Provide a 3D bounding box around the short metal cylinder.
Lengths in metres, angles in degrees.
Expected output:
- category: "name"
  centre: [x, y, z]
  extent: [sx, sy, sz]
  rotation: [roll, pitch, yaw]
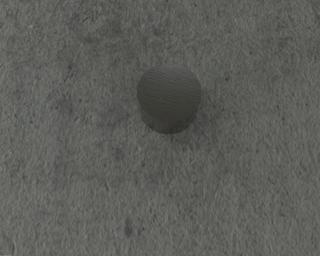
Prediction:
- category: "short metal cylinder"
  centre: [0.012, -0.037, 0.409]
  extent: [0.081, 0.050, 0.080]
  rotation: [0, 70, 0]
